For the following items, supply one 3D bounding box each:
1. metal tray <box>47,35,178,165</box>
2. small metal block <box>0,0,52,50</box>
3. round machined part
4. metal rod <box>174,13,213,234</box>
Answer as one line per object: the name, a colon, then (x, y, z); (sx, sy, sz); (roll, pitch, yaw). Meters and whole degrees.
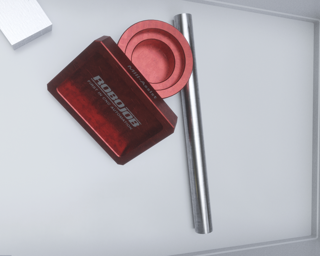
metal tray: (-0.054, -0.028, 0.361); (0.090, 0.030, 0.130); (-34, 105, 24)
small metal block: (-0.160, -0.125, 0.352); (0.050, 0.025, 0.050); (-36, 102, -17)
round machined part: (-0.011, -0.083, 0.396); (0.099, 0.042, 0.097); (1, 88, -17)
metal rod: (0.046, -0.004, 0.428); (0.025, 0.025, 0.298); (-7, 92, -20)
